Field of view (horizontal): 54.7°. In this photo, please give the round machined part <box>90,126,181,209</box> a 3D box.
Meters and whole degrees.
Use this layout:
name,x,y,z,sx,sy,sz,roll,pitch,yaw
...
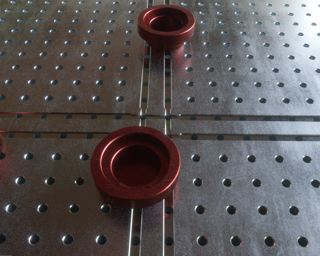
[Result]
name,x,y,z,sx,sy,sz,roll,pitch,yaw
round machined part,-0.027,0.048,0.356,0.099,0.042,0.098,0,50,0

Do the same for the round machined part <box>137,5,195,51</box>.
name,x,y,z,sx,sy,sz,roll,pitch,yaw
round machined part,0.010,-0.171,0.541,0.099,0.042,0.098,0,50,0
